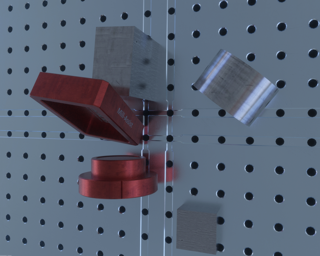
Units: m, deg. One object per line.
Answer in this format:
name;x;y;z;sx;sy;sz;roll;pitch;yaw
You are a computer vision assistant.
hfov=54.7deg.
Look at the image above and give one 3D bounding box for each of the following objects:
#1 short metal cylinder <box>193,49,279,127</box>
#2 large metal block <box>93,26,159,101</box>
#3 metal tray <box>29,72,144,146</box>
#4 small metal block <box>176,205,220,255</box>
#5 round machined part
short metal cylinder;0.085;-0.046;0.353;0.080;0.080;0.050;40;103;15
large metal block;-0.042;-0.078;0.398;0.050;0.080;0.079;5;92;20
metal tray;-0.083;-0.019;0.385;0.090;0.130;0.030;10;71;20
small metal block;0.049;0.128;0.395;0.050;0.025;0.050;1;90;20
round machined part;-0.052;0.058;0.392;0.098;0.098;0.042;0;90;20
